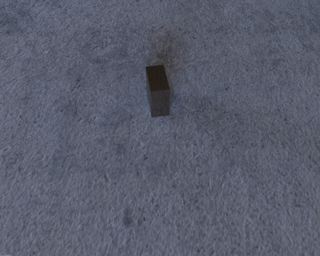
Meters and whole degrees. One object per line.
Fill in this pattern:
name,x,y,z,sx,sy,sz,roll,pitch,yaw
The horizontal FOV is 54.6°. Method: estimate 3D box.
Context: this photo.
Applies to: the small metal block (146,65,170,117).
small metal block,-0.003,-0.051,0.430,0.025,0.050,0.050,-7,50,-6
